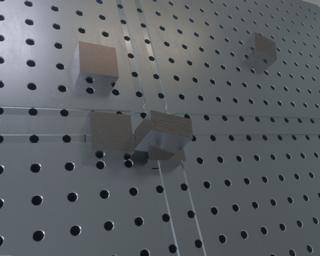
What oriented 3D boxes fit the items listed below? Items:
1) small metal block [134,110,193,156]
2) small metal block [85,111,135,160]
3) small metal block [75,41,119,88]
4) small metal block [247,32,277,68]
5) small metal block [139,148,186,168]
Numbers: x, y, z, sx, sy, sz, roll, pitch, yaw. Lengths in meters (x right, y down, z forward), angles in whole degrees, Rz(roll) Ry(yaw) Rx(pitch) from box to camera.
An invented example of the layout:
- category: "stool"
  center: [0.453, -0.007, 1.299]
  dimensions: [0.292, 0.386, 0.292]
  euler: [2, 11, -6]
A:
- category: "small metal block"
  center: [0.003, 0.008, 0.356]
  dimensions: [0.050, 0.050, 0.025]
  euler: [12, 57, -22]
- category: "small metal block"
  center: [-0.061, 0.010, 0.369]
  dimensions: [0.050, 0.025, 0.050]
  euler: [5, 60, -26]
- category: "small metal block"
  center: [-0.085, -0.084, 0.413]
  dimensions: [0.050, 0.025, 0.050]
  euler: [4, 60, -26]
- category: "small metal block"
  center: [0.199, -0.153, 0.608]
  dimensions: [0.050, 0.025, 0.050]
  euler: [21, 54, -16]
- category: "small metal block"
  center: [0.000, 0.023, 0.394]
  dimensions: [0.050, 0.025, 0.050]
  euler: [3, 60, -27]
